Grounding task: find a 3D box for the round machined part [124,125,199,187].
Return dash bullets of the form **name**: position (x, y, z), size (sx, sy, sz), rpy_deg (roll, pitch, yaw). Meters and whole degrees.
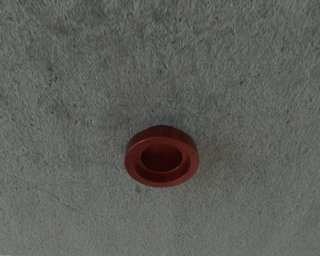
- **round machined part**: position (0.002, 0.035, 0.425), size (0.099, 0.042, 0.097), rpy_deg (0, 130, 0)
